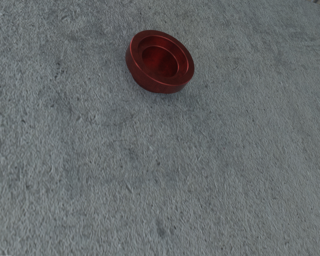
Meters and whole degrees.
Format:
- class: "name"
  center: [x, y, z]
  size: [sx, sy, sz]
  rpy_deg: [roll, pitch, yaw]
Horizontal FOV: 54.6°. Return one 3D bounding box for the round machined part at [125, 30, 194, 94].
- class: "round machined part"
  center: [-0.003, -0.089, 0.445]
  size: [0.099, 0.042, 0.098]
  rpy_deg: [13, 56, -21]
